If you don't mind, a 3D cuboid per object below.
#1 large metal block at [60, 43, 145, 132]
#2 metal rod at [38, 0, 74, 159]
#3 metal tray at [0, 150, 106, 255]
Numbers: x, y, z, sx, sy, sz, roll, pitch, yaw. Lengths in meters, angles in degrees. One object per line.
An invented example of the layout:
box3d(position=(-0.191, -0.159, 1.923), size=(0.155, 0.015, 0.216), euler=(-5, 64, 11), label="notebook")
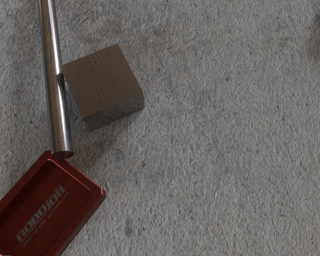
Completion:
box3d(position=(-0.075, -0.053, 0.413), size=(0.080, 0.050, 0.080), euler=(-24, 72, -9), label="large metal block")
box3d(position=(-0.149, -0.099, 0.427), size=(0.025, 0.025, 0.299), euler=(-12, 65, -5), label="metal rod")
box3d(position=(-0.139, 0.102, 0.366), size=(0.090, 0.030, 0.130), euler=(35, 73, 11), label="metal tray")
